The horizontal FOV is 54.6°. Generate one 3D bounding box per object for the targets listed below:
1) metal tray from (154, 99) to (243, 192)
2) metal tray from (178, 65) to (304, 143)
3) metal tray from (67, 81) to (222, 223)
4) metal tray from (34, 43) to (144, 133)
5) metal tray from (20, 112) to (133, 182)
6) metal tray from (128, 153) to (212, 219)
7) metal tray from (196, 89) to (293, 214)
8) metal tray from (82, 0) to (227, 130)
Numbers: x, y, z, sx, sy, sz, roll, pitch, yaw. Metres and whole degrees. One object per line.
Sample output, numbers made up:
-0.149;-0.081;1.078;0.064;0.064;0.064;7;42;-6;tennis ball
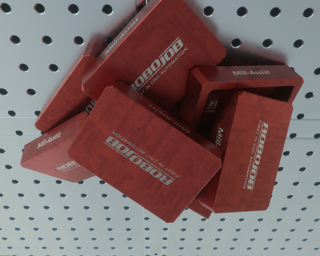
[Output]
0.050;0.021;0.388;0.130;0.090;0.030;37;121;-26;metal tray
0.090;-0.025;0.358;0.131;0.030;0.089;-6;133;-22;metal tray
-0.016;0.025;0.314;0.130;0.030;0.090;35;110;-3;metal tray
-0.083;-0.028;0.383;0.090;0.030;0.129;31;123;-24;metal tray
-0.105;0.031;0.404;0.130;0.030;0.090;-24;143;33;metal tray
0.005;0.068;0.408;0.090;0.130;0.030;35;80;-27;metal tray
0.097;0.028;0.349;0.091;0.030;0.129;8;97;-33;metal tray
-0.007;-0.066;0.327;0.130;0.030;0.090;-43;121;14;metal tray
